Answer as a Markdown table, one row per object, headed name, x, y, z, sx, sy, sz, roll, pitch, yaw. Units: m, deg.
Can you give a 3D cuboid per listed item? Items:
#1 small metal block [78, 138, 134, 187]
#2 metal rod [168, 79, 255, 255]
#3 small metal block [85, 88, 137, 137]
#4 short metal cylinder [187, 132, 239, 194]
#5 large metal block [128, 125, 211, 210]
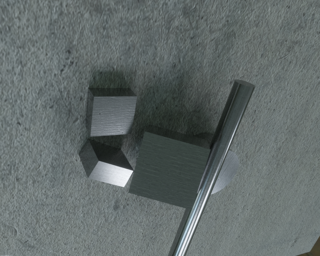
| name | x | y | z | sx | sy | sz | roll | pitch | yaw |
| --- | --- | --- | --- | --- | --- | --- | --- | --- | --- |
| small metal block | -0.067 | 0.043 | 0.382 | 0.050 | 0.050 | 0.025 | 23 | 106 | -37 |
| metal rod | 0.062 | 0.078 | 0.425 | 0.025 | 0.025 | 0.298 | 2 | 118 | -30 |
| small metal block | -0.058 | -0.019 | 0.364 | 0.050 | 0.025 | 0.050 | -3 | 120 | -27 |
| short metal cylinder | 0.069 | 0.053 | 0.464 | 0.081 | 0.050 | 0.079 | -14 | 125 | -21 |
| large metal block | 0.012 | 0.048 | 0.396 | 0.080 | 0.050 | 0.079 | 15 | 101 | 0 |
